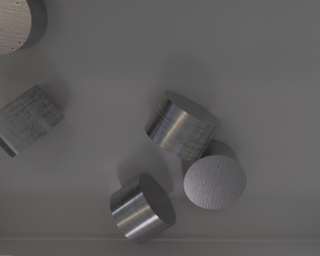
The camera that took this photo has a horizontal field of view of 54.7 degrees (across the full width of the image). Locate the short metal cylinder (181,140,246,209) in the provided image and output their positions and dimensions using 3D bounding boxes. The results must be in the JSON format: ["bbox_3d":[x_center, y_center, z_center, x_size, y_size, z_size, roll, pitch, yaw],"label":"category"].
[{"bbox_3d":[0.071,0.062,0.421,0.081,0.050,0.079,0,110,0],"label":"short metal cylinder"}]

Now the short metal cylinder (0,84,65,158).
[{"bbox_3d":[-0.165,-0.009,0.377,0.080,0.080,0.050,-33,107,11],"label":"short metal cylinder"}]

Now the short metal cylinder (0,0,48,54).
[{"bbox_3d":[-0.176,-0.127,0.350,0.081,0.050,0.079,0,110,0],"label":"short metal cylinder"}]

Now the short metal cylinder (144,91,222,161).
[{"bbox_3d":[0.028,-0.004,0.381,0.080,0.080,0.050,27,108,-10],"label":"short metal cylinder"}]

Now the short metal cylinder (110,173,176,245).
[{"bbox_3d":[-0.022,0.109,0.422,0.050,0.080,0.080,-36,106,12],"label":"short metal cylinder"}]
